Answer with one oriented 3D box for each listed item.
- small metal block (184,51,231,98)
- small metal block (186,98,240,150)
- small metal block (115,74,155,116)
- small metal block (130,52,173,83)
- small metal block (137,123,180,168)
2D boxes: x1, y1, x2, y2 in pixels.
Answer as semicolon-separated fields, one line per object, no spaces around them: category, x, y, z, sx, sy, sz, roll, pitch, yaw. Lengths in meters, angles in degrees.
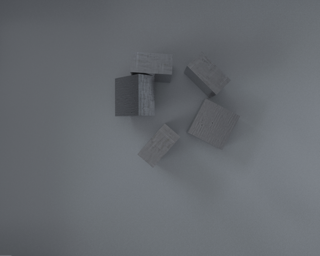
small metal block;0.059;-0.067;0.400;0.050;0.050;0.025;45;90;-1
small metal block;0.070;-0.005;0.412;0.050;0.025;0.050;27;90;-1
small metal block;-0.033;-0.040;0.396;0.025;0.050;0.050;-1;91;-42
small metal block;-0.010;-0.077;0.398;0.050;0.050;0.025;3;87;-1
small metal block;-0.001;0.021;0.399;0.025;0.050;0.050;41;90;-1
